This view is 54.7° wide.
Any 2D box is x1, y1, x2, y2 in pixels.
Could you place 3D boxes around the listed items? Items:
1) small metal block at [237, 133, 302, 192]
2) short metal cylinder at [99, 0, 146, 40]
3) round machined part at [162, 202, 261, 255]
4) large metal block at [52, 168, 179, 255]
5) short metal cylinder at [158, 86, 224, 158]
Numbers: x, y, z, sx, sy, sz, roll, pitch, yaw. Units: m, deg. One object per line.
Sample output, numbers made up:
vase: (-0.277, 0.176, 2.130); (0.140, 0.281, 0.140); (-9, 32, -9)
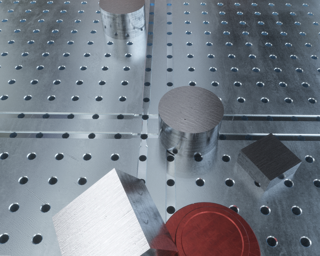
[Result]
small metal block: (0.131, 0.040, 0.375); (0.050, 0.025, 0.050); (-25, 55, -20)
short metal cylinder: (-0.067, -0.206, 0.564); (0.081, 0.050, 0.080); (0, 50, 0)
round machined part: (0.048, 0.116, 0.299); (0.099, 0.042, 0.098); (0, 50, 0)
large metal block: (-0.043, 0.098, 0.286); (0.080, 0.050, 0.080); (-39, 54, 10)
short metal cylinder: (0.038, -0.009, 0.399); (0.081, 0.050, 0.080); (0, 50, 0)
